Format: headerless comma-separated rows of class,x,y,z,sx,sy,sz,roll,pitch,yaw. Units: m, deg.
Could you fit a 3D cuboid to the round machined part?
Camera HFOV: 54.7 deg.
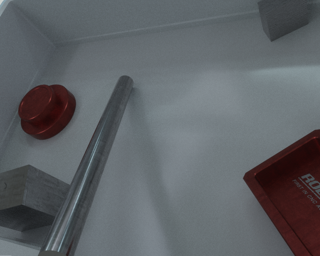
round machined part,-0.193,-0.033,0.514,0.098,0.042,0.098,-13,56,20

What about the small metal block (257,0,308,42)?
small metal block,0.158,-0.147,0.396,0.050,0.050,0.025,-25,53,13

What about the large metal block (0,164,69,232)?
large metal block,-0.176,0.094,0.403,0.080,0.080,0.050,-17,55,18

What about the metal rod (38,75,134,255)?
metal rod,-0.065,0.014,0.353,0.025,0.025,0.300,-18,30,17

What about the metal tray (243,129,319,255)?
metal tray,0.134,0.058,0.254,0.090,0.030,0.130,-34,21,7
